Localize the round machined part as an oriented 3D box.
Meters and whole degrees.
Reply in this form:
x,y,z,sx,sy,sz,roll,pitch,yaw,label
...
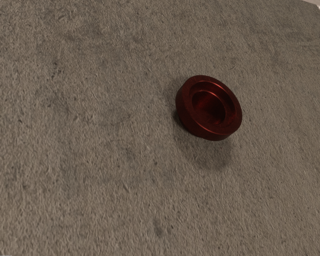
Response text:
x,y,z,sx,sy,sz,roll,pitch,yaw,label
0.065,-0.024,0.445,0.099,0.042,0.098,14,56,-21,round machined part
